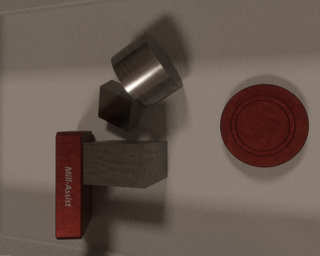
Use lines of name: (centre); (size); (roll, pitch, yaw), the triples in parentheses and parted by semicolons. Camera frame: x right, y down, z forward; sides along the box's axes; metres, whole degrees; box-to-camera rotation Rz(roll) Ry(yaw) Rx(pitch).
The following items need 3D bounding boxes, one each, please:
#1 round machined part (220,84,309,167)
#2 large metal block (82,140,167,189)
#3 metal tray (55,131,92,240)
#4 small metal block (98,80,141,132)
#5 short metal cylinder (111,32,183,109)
round machined part: (0.119, -0.003, 0.359); (0.098, 0.042, 0.097); (0, 90, 19)
large metal block: (-0.041, 0.042, 0.395); (0.080, 0.080, 0.050); (0, 90, 19)
metal tray: (-0.112, 0.069, 0.411); (0.030, 0.090, 0.129); (0, 90, -4)
small metal block: (-0.054, -0.030, 0.417); (0.050, 0.025, 0.050); (26, 129, 18)
short metal cylinder: (-0.015, -0.071, 0.386); (0.050, 0.080, 0.080); (-33, 80, 16)
